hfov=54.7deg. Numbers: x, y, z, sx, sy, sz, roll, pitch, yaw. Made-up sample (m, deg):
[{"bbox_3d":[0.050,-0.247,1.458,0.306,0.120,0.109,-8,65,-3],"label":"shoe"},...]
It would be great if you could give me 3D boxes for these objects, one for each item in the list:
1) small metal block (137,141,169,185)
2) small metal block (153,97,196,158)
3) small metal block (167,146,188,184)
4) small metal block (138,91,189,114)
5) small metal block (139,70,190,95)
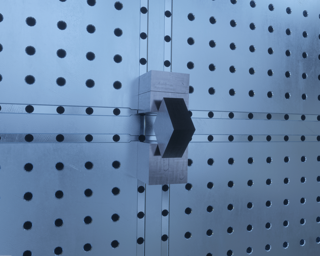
[{"bbox_3d":[-0.010,0.043,0.396,0.025,0.050,0.050,2,90,-20],"label":"small metal block"},{"bbox_3d":[0.015,0.000,0.362,0.025,0.050,0.050,1,48,-20],"label":"small metal block"},{"bbox_3d":[0.014,0.044,0.404,0.025,0.050,0.050,2,90,-20],"label":"small metal block"},{"bbox_3d":[0.003,-0.031,0.401,0.050,0.050,0.025,2,90,-20],"label":"small metal block"},{"bbox_3d":[0.004,-0.056,0.401,0.050,0.050,0.025,2,90,-20],"label":"small metal block"}]
